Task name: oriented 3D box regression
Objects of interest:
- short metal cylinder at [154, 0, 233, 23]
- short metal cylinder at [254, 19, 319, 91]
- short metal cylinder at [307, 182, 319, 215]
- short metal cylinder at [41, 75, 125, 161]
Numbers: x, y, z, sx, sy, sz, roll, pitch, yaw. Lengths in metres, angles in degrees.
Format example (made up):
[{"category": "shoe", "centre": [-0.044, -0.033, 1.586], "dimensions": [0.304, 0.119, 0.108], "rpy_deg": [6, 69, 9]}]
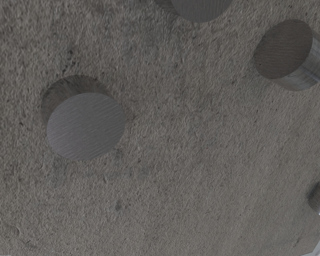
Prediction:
[{"category": "short metal cylinder", "centre": [0.033, -0.153, 0.314], "dimensions": [0.081, 0.050, 0.079], "rpy_deg": [-14, 124, -21]}, {"category": "short metal cylinder", "centre": [0.174, -0.094, 0.408], "dimensions": [0.050, 0.080, 0.080], "rpy_deg": [18, 109, -35]}, {"category": "short metal cylinder", "centre": [0.374, 0.161, 0.675], "dimensions": [0.081, 0.080, 0.050], "rpy_deg": [8, 115, -32]}, {"category": "short metal cylinder", "centre": [-0.084, -0.011, 0.337], "dimensions": [0.081, 0.050, 0.079], "rpy_deg": [-14, 124, -21]}]
